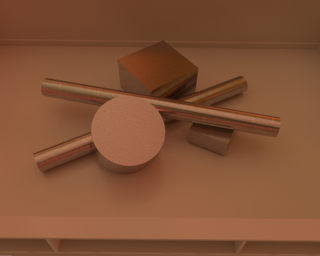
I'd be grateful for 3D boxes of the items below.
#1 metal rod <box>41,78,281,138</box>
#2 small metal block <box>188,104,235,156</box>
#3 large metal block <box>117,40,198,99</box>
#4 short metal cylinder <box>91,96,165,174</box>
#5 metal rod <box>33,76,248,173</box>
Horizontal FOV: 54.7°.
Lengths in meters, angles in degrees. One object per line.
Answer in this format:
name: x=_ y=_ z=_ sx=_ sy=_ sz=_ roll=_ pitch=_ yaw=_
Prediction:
metal rod: x=-0.005 y=-0.028 z=0.394 sx=0.301 sy=0.025 sz=0.025 roll=10 pitch=51 yaw=8
small metal block: x=0.070 y=0.001 z=0.401 sx=0.050 sy=0.025 sz=0.050 roll=21 pitch=53 yaw=16
large metal block: x=-0.004 y=-0.073 z=0.448 sx=0.081 sy=0.050 sz=0.080 roll=-29 pitch=56 yaw=-23
short metal cylinder: x=-0.039 y=0.009 z=0.360 sx=0.081 sy=0.050 sz=0.080 roll=4 pitch=71 yaw=-11
metal rod: x=-0.012 y=-0.012 z=0.413 sx=0.302 sy=0.025 sz=0.025 roll=-22 pitch=54 yaw=-18
